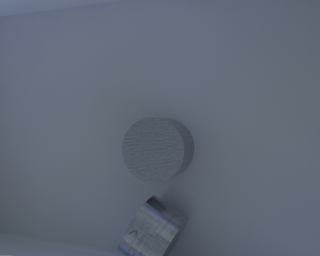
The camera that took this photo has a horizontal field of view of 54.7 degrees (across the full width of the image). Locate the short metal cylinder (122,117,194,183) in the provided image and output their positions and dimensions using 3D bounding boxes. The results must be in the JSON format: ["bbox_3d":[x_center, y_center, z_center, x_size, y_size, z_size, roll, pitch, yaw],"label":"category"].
[{"bbox_3d":[-0.001,0.027,0.397,0.080,0.050,0.079,0,90,19],"label":"short metal cylinder"}]

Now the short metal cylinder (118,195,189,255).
[{"bbox_3d":[-0.007,0.132,0.383,0.050,0.080,0.080,30,100,17],"label":"short metal cylinder"}]
